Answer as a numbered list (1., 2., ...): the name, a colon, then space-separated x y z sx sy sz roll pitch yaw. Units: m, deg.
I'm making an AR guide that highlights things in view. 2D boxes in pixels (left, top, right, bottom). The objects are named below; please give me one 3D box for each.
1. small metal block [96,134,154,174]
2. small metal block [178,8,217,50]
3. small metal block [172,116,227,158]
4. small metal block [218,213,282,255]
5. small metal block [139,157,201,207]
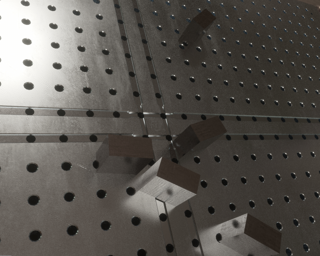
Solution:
1. small metal block: -0.041 0.031 0.352 0.050 0.050 0.025 6 59 -25
2. small metal block: 0.064 -0.170 0.533 0.025 0.050 0.050 42 51 0
3. small metal block: 0.053 0.012 0.415 0.050 0.050 0.025 -17 71 -35
4. small metal block: 0.107 0.132 0.372 0.050 0.050 0.025 32 52 -8
5. small metal block: 0.011 0.064 0.360 0.050 0.050 0.025 27 52 -12
